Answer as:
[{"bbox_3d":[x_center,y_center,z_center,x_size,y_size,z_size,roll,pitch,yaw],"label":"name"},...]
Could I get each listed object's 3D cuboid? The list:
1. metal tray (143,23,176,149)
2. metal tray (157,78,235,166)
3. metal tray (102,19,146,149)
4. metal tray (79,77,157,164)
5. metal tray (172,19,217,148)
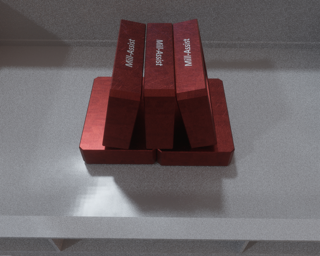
[{"bbox_3d":[0.000,-0.051,0.363,0.030,0.089,0.130,0,48,0],"label":"metal tray"},{"bbox_3d":[0.043,-0.012,0.410,0.091,0.030,0.130,1,50,0],"label":"metal tray"},{"bbox_3d":[-0.041,-0.052,0.362,0.030,0.089,0.130,8,49,-10],"label":"metal tray"},{"bbox_3d":[-0.049,-0.014,0.410,0.091,0.030,0.130,1,50,0],"label":"metal tray"},{"bbox_3d":[0.040,-0.053,0.364,0.030,0.090,0.130,-9,49,11],"label":"metal tray"}]
